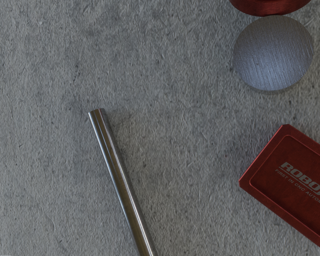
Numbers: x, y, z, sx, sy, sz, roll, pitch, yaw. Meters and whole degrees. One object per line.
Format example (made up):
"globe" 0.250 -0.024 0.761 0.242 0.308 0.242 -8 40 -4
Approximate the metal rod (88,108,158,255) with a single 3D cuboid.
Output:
"metal rod" -0.037 0.115 0.421 0.025 0.025 0.299 -23 82 18

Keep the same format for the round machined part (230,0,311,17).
"round machined part" 0.122 -0.171 0.336 0.098 0.042 0.098 -7 60 12

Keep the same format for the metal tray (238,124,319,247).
"metal tray" 0.168 0.067 0.347 0.130 0.030 0.090 37 102 15

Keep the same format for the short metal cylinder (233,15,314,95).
"short metal cylinder" 0.127 -0.080 0.351 0.080 0.050 0.079 0 90 19
